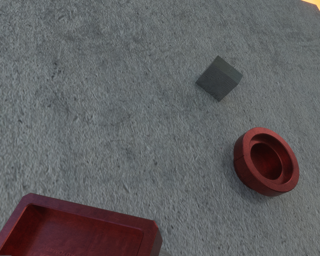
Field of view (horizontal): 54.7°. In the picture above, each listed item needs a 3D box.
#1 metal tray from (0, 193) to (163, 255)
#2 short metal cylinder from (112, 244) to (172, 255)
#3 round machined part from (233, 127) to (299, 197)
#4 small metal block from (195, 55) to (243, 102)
[{"bbox_3d":[-0.073,0.110,0.251,0.130,0.030,0.090,8,51,16],"label":"metal tray"},{"bbox_3d":[-0.023,0.152,0.284,0.081,0.050,0.080,14,56,-21],"label":"short metal cylinder"},{"bbox_3d":[0.145,0.051,0.442,0.099,0.042,0.098,14,56,-21],"label":"round machined part"},{"bbox_3d":[0.092,-0.077,0.487,0.050,0.050,0.025,38,51,-3],"label":"small metal block"}]
